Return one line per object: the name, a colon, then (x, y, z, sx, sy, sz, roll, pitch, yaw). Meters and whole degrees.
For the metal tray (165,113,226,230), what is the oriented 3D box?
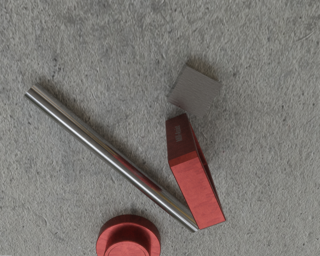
metal tray: (0.039, 0.044, 0.371, 0.030, 0.130, 0.090, -22, 109, 8)

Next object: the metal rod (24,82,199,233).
metal rod: (-0.054, 0.049, 0.427, 0.300, 0.025, 0.025, 42, 105, -14)

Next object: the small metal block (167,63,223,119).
small metal block: (0.043, -0.047, 0.393, 0.050, 0.025, 0.050, 26, 108, -10)

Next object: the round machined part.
round machined part: (-0.048, 0.184, 0.468, 0.099, 0.042, 0.097, 0, 110, -1)
